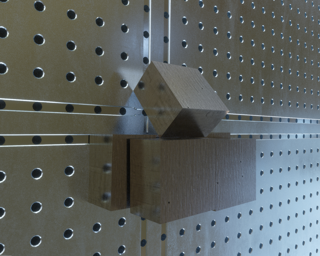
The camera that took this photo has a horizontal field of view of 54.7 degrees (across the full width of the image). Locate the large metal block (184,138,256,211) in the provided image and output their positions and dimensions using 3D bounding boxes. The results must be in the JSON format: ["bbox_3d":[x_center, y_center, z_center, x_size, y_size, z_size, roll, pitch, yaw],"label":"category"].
[{"bbox_3d":[0.077,0.053,0.392,0.081,0.050,0.079,0,90,-40],"label":"large metal block"}]

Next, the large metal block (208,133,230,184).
[{"bbox_3d":[0.055,0.047,0.441,0.081,0.050,0.079,-1,91,-40],"label":"large metal block"}]

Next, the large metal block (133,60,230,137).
[{"bbox_3d":[0.026,-0.034,0.390,0.081,0.050,0.080,0,48,-40],"label":"large metal block"}]

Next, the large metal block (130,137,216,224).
[{"bbox_3d":[0.015,0.051,0.339,0.081,0.050,0.079,0,90,-40],"label":"large metal block"}]

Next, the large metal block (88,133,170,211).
[{"bbox_3d":[-0.035,0.047,0.366,0.081,0.050,0.079,2,89,-40],"label":"large metal block"}]
